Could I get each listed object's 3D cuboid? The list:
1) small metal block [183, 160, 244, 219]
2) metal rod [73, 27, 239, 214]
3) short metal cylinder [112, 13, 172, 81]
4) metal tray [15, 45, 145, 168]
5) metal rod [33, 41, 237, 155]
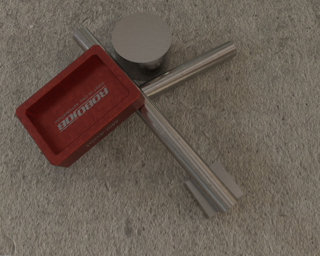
[{"bbox_3d":[0.065,0.076,0.382,0.050,0.025,0.050,-32,73,-11],"label":"small metal block"},{"bbox_3d":[-0.015,-0.020,0.390,0.025,0.025,0.300,-37,75,-13],"label":"metal rod"},{"bbox_3d":[-0.024,-0.113,0.436,0.081,0.050,0.080,0,70,0],"label":"short metal cylinder"},{"bbox_3d":[-0.096,-0.026,0.374,0.130,0.030,0.090,-40,74,-2],"label":"metal tray"},{"bbox_3d":[-0.026,-0.046,0.426,0.302,0.025,0.025,-28,73,-10],"label":"metal rod"}]
